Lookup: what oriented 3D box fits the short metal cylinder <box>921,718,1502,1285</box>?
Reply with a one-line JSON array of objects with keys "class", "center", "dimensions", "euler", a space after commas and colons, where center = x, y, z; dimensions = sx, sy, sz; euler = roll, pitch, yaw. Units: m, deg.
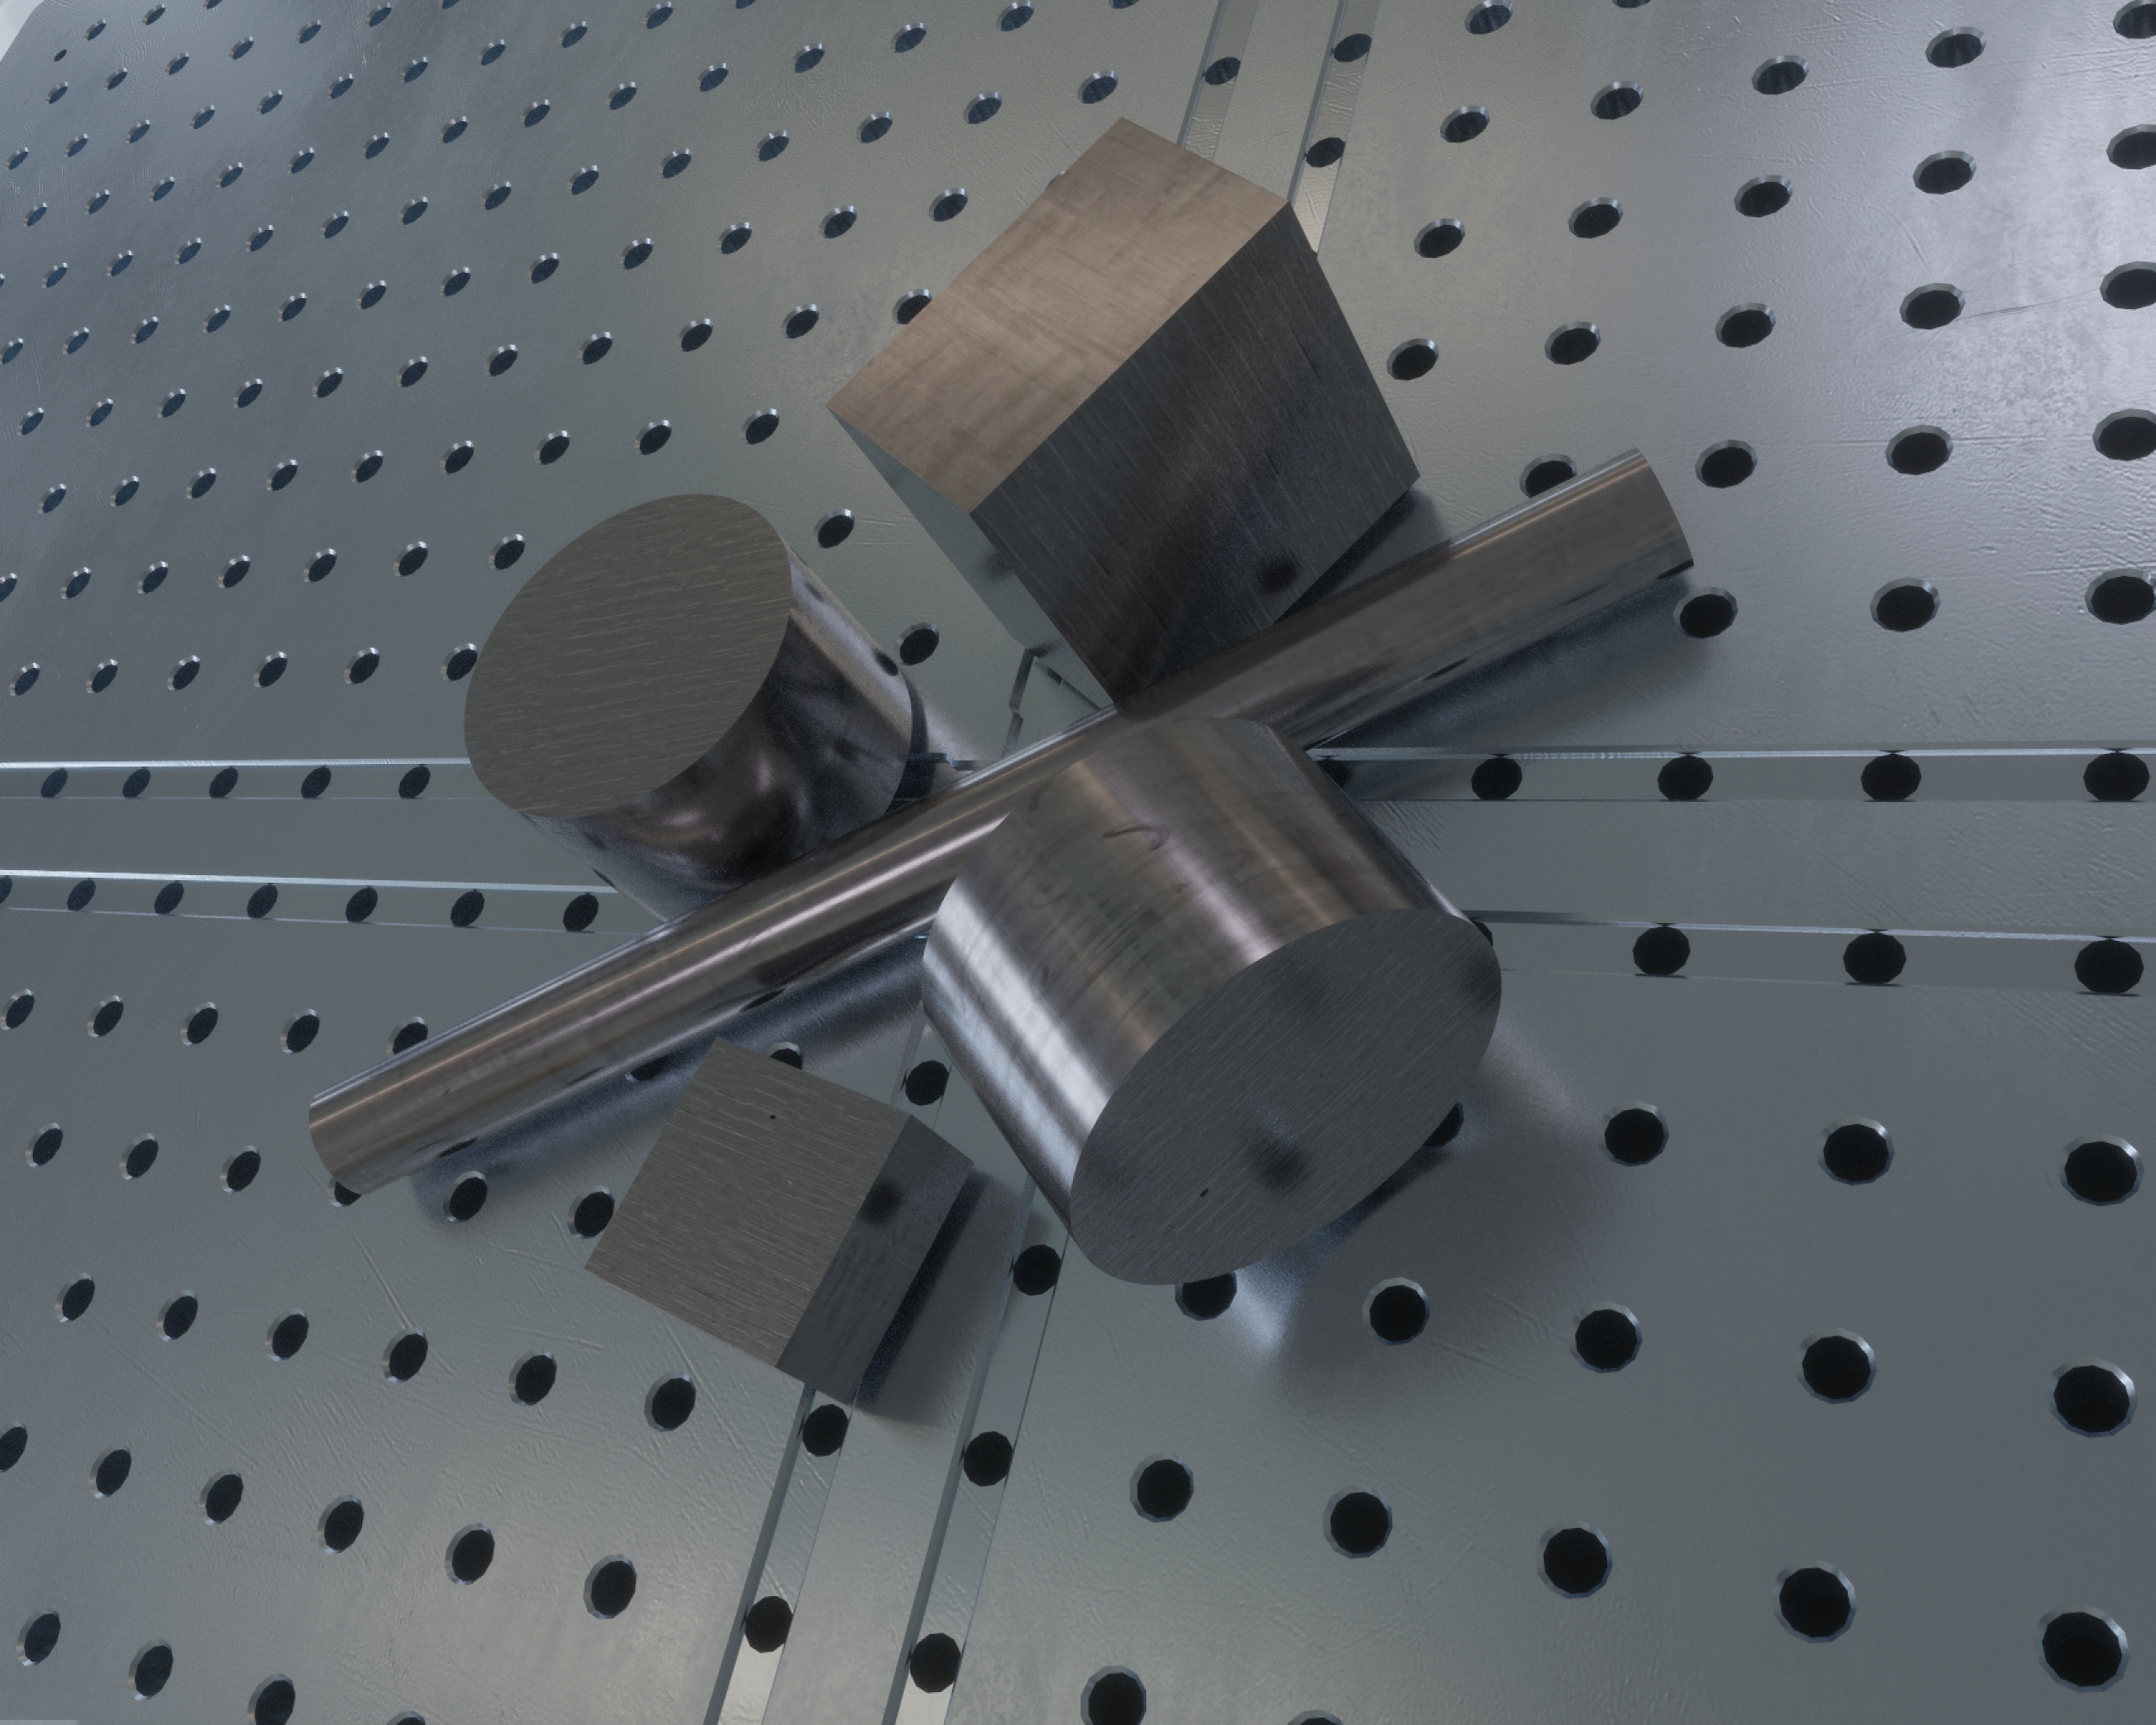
[{"class": "short metal cylinder", "center": [0.022, 0.023, 0.343], "dimensions": [0.080, 0.080, 0.050], "euler": [-40, 52, 1]}]

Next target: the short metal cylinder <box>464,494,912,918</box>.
[{"class": "short metal cylinder", "center": [-0.083, -0.032, 0.451], "dimensions": [0.080, 0.050, 0.080], "euler": [-13, 56, 21]}]

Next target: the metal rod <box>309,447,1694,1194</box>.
[{"class": "metal rod", "center": [-0.024, -0.003, 0.418], "dimensions": [0.301, 0.025, 0.025], "euler": [-25, 53, 12]}]

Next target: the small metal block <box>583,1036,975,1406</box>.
[{"class": "small metal block", "center": [-0.056, 0.066, 0.392], "dimensions": [0.050, 0.025, 0.050], "euler": [16, 70, 34]}]

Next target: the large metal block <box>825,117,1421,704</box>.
[{"class": "large metal block", "center": [0.011, -0.083, 0.414], "dimensions": [0.080, 0.080, 0.050], "euler": [-45, 51, -3]}]
